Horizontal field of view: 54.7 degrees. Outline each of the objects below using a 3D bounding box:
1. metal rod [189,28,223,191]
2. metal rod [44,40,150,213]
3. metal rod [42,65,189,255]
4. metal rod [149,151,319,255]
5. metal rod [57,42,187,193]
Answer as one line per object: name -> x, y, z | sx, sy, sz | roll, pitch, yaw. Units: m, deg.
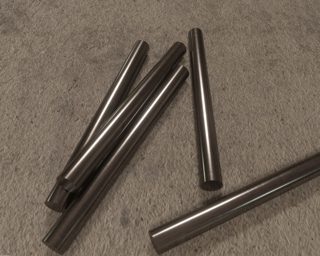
metal rod -> 0.060, -0.050, 0.445 | 0.025, 0.025, 0.300 | 1, 50, 0
metal rod -> -0.070, -0.026, 0.423 | 0.025, 0.025, 0.300 | 13, 51, 10
metal rod -> -0.036, 0.015, 0.389 | 0.025, 0.025, 0.301 | 22, 53, 17
metal rod -> 0.130, 0.065, 0.350 | 0.302, 0.025, 0.025 | -20, 53, -17
metal rod -> -0.032, -0.037, 0.418 | 0.025, 0.025, 0.301 | 20, 48, 16
